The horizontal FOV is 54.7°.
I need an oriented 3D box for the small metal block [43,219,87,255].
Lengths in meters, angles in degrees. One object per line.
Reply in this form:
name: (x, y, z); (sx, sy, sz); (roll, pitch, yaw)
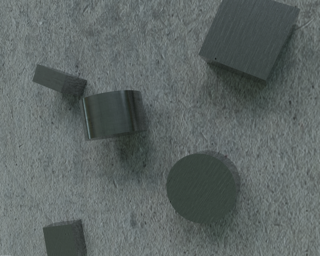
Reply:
small metal block: (-0.140, 0.166, 0.457); (0.050, 0.025, 0.050); (-13, 86, 19)

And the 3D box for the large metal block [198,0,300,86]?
large metal block: (0.103, -0.103, 0.359); (0.080, 0.050, 0.080); (26, 98, 17)

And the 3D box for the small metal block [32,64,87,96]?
small metal block: (-0.143, -0.068, 0.444); (0.050, 0.050, 0.025); (22, 97, 18)

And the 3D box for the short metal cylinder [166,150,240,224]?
short metal cylinder: (0.054, 0.069, 0.376); (0.080, 0.050, 0.079); (0, 90, 19)

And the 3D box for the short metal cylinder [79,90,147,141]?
short metal cylinder: (-0.060, -0.015, 0.400); (0.080, 0.080, 0.050); (-11, 87, 19)
